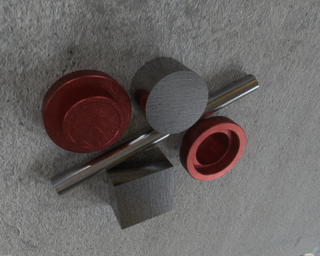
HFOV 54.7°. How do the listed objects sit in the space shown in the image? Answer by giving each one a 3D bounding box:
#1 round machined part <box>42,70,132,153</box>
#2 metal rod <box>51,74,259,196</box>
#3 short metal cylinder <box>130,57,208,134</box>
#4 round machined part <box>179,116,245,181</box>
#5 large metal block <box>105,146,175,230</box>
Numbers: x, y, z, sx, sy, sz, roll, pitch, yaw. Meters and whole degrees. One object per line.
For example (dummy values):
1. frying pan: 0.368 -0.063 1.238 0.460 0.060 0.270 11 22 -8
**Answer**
1. round machined part: -0.078 -0.012 0.347 0.099 0.042 0.097 -14 124 -21
2. metal rod: 0.002 0.004 0.413 0.302 0.025 0.025 -28 128 -11
3. short metal cylinder: 0.010 -0.039 0.373 0.081 0.050 0.079 -14 124 -21
4. round machined part: 0.072 0.025 0.452 0.099 0.042 0.097 -14 124 -21
5. large metal block: -0.027 0.082 0.429 0.081 0.050 0.079 -16 125 -19
